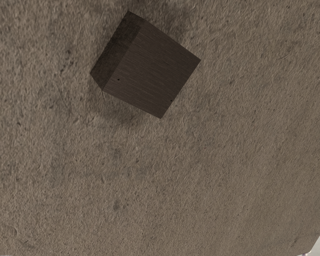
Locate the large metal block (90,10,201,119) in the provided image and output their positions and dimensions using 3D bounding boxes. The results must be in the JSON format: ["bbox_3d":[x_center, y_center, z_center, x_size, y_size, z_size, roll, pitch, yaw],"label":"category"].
[{"bbox_3d":[-0.016,-0.068,0.341,0.080,0.050,0.080,25,105,-37],"label":"large metal block"}]
